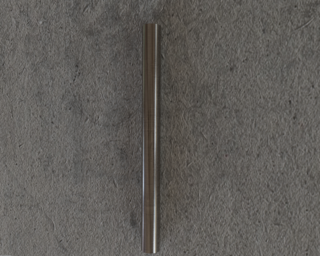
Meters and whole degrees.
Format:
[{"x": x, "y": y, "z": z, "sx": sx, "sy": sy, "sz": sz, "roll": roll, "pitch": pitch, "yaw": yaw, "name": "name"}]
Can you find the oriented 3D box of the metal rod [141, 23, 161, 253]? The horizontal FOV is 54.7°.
[{"x": -0.012, "y": 0.014, "z": 0.413, "sx": 0.025, "sy": 0.025, "sz": 0.298, "roll": 0, "pitch": 90, "yaw": 19, "name": "metal rod"}]
